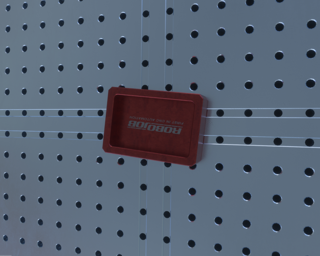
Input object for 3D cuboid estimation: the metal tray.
[{"bbox_3d":[-0.008,-0.004,0.411,0.130,0.030,0.089,7,92,19],"label":"metal tray"}]
